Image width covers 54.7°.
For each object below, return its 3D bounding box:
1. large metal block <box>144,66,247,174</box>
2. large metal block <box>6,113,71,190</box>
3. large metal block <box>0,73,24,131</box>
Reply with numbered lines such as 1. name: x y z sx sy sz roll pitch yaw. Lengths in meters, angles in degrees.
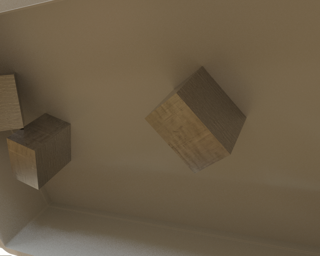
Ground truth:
1. large metal block: 0.043 -0.011 0.343 0.080 0.080 0.050 48 129 -6
2. large metal block: -0.187 0.036 0.491 0.050 0.080 0.079 22 126 14
3. large metal block: -0.253 -0.038 0.462 0.050 0.081 0.079 -148 52 -64
